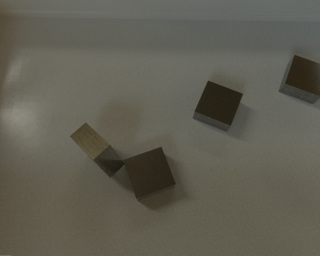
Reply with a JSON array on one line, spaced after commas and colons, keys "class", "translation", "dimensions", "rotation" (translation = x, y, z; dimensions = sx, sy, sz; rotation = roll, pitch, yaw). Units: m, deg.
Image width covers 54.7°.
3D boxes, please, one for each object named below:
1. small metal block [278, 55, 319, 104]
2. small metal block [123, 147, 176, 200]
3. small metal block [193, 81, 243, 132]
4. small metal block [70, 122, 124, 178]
[{"class": "small metal block", "translation": [0.203, -0.068, 0.437], "dimensions": [0.050, 0.025, 0.050], "rotation": [22, 71, 7]}, {"class": "small metal block", "translation": [-0.013, 0.058, 0.388], "dimensions": [0.050, 0.025, 0.050], "rotation": [-19, 71, -7]}, {"class": "small metal block", "translation": [0.078, -0.030, 0.421], "dimensions": [0.050, 0.025, 0.050], "rotation": [22, 71, 7]}, {"class": "small metal block", "translation": [-0.076, 0.027, 0.378], "dimensions": [0.025, 0.050, 0.050], "rotation": [-44, 56, -14]}]
